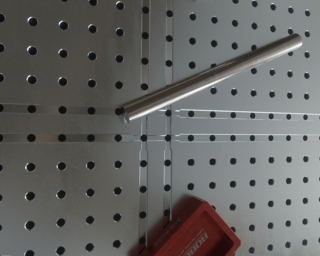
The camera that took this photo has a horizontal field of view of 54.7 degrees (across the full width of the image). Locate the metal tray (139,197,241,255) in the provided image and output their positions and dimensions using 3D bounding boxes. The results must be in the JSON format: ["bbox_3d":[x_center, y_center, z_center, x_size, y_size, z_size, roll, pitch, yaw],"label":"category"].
[{"bbox_3d":[0.039,0.172,0.424,0.130,0.030,0.090,-43,104,-15],"label":"metal tray"}]

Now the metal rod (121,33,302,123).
[{"bbox_3d":[0.086,-0.078,0.443,0.302,0.025,0.025,-25,99,-18],"label":"metal rod"}]
